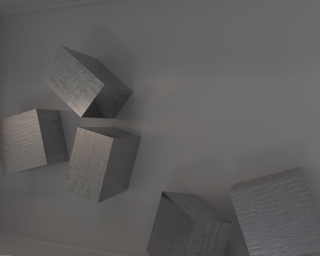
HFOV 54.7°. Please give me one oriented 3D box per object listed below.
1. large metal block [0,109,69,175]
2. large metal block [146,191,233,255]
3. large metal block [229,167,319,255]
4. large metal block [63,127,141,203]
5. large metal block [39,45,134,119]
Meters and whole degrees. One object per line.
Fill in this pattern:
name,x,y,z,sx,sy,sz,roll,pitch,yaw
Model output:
large metal block,-0.192,0.021,0.465,0.080,0.050,0.080,-14,85,19
large metal block,0.031,0.129,0.364,0.050,0.080,0.080,12,96,-25
large metal block,0.133,0.096,0.350,0.080,0.050,0.080,-19,84,19
large metal block,-0.072,0.044,0.407,0.050,0.080,0.080,16,96,19
large metal block,-0.095,-0.058,0.415,0.080,0.080,0.050,42,103,15
